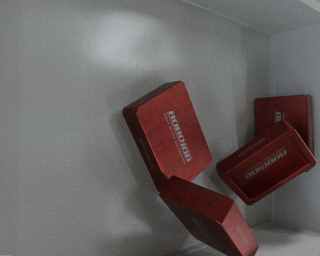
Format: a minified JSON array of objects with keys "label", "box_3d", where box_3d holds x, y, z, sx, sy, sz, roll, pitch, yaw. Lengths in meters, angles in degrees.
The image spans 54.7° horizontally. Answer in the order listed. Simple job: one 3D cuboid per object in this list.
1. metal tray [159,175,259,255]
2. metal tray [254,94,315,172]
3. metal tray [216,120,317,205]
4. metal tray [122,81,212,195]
[{"label":"metal tray","box_3d":[0.064,0.118,0.390,0.030,0.090,0.130,-53,134,-23]},{"label":"metal tray","box_3d":[0.220,0.008,0.549,0.030,0.090,0.129,-9,96,-49]},{"label":"metal tray","box_3d":[0.168,0.058,0.492,0.130,0.030,0.090,-37,118,13]},{"label":"metal tray","box_3d":[0.015,0.013,0.418,0.091,0.030,0.129,-36,112,-34]}]
